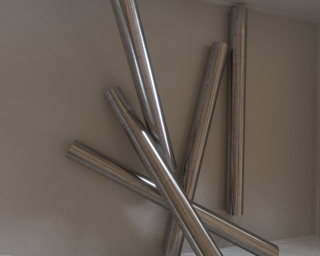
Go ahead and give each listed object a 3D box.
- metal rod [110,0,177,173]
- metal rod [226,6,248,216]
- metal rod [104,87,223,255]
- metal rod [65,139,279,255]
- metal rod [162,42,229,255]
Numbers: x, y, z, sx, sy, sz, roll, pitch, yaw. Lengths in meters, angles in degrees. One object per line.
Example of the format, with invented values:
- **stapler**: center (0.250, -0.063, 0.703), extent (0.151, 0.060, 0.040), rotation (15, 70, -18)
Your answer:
- **metal rod**: center (-0.021, -0.069, 0.338), extent (0.025, 0.025, 0.298), rotation (-26, 124, -18)
- **metal rod**: center (0.112, -0.025, 0.453), extent (0.025, 0.025, 0.298), rotation (1, 90, -20)
- **metal rod**: center (0.016, 0.077, 0.349), extent (0.025, 0.025, 0.299), rotation (-26, 73, -18)
- **metal rod**: center (0.022, 0.097, 0.395), extent (0.301, 0.025, 0.025), rotation (29, 80, -9)
- **metal rod**: center (0.051, 0.026, 0.430), extent (0.025, 0.025, 0.299), rotation (16, 85, -20)
